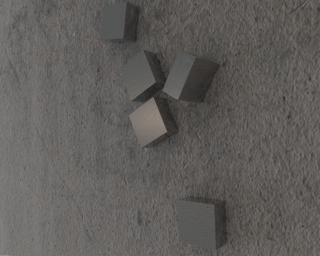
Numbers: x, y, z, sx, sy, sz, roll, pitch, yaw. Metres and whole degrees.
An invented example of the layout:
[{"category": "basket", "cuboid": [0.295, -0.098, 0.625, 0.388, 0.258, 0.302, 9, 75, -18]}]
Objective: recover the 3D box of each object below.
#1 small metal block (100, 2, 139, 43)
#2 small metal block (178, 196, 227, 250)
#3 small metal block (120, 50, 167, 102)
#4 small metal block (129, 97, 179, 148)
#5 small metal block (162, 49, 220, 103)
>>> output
[{"category": "small metal block", "cuboid": [-0.059, -0.153, 0.454, 0.050, 0.025, 0.050, 10, 97, 39]}, {"category": "small metal block", "cuboid": [0.049, 0.110, 0.364, 0.050, 0.025, 0.050, -3, 88, 40]}, {"category": "small metal block", "cuboid": [-0.023, -0.070, 0.424, 0.050, 0.025, 0.050, -33, 70, 35]}, {"category": "small metal block", "cuboid": [-0.009, -0.007, 0.412, 0.050, 0.025, 0.050, -33, 70, 35]}, {"category": "small metal block", "cuboid": [0.036, -0.059, 0.359, 0.025, 0.050, 0.050, 35, 112, 34]}]
